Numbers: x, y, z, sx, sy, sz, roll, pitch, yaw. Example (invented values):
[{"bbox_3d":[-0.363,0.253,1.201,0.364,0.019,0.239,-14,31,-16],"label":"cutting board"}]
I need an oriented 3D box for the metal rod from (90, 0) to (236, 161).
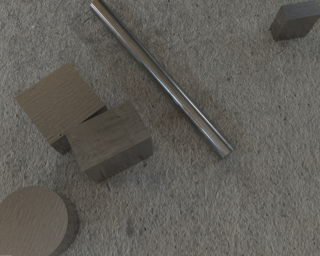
[{"bbox_3d":[-0.004,-0.077,0.436,0.025,0.025,0.300,-36,74,-12],"label":"metal rod"}]

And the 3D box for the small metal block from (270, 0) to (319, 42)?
[{"bbox_3d":[0.196,-0.156,0.453,0.050,0.050,0.025,-11,71,-4],"label":"small metal block"}]

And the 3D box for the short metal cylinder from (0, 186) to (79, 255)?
[{"bbox_3d":[-0.139,0.110,0.354,0.081,0.050,0.080,0,70,0],"label":"short metal cylinder"}]

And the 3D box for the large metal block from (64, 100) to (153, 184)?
[{"bbox_3d":[-0.056,0.020,0.371,0.080,0.080,0.050,-27,73,-9],"label":"large metal block"}]

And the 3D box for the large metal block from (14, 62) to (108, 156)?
[{"bbox_3d":[-0.123,-0.024,0.403,0.080,0.050,0.080,-38,75,-13],"label":"large metal block"}]
